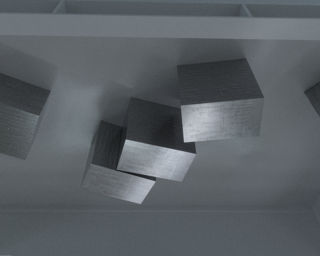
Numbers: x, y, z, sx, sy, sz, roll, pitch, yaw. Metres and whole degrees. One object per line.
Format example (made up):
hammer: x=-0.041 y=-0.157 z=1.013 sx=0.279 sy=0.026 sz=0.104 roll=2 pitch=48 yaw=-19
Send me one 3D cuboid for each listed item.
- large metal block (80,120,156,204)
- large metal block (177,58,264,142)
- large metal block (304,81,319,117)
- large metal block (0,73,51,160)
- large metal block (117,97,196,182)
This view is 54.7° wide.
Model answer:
large metal block: x=-0.052 y=0.044 z=0.410 sx=0.081 sy=0.080 sz=0.050 roll=18 pitch=128 yaw=-15
large metal block: x=0.063 y=-0.033 z=0.346 sx=0.080 sy=0.080 sz=0.050 roll=-5 pitch=130 yaw=4
large metal block: x=0.228 y=-0.013 z=0.365 sx=0.080 sy=0.080 sz=0.050 roll=34 pitch=122 yaw=-26
large metal block: x=-0.189 y=-0.016 z=0.377 sx=0.080 sy=0.050 sz=0.079 roll=20 pitch=127 yaw=-17
large metal block: x=-0.005 y=0.013 z=0.384 sx=0.081 sy=0.080 sz=0.050 roll=13 pitch=129 yaw=-11
